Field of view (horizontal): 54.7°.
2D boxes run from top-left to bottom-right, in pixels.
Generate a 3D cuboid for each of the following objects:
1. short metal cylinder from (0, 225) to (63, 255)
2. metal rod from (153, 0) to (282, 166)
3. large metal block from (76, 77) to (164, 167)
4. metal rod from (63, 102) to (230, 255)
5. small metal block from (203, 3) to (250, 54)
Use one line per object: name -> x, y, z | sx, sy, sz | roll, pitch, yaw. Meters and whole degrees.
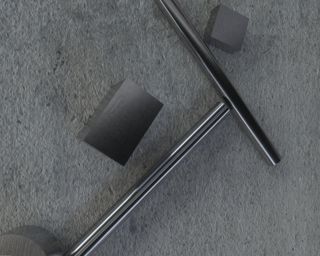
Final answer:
short metal cylinder -> -0.151, 0.149, 0.328 | 0.081, 0.050, 0.080 | 0, 83, -3
metal rod -> 0.086, -0.066, 0.442 | 0.025, 0.025, 0.300 | -41, 103, -16
large metal block -> -0.050, -0.007, 0.362 | 0.050, 0.080, 0.080 | 36, 78, -17
metal rod -> -0.015, 0.072, 0.404 | 0.301, 0.025, 0.025 | -44, 104, -15
small metal block -> 0.095, -0.141, 0.445 | 0.050, 0.025, 0.050 | 19, 84, -20
